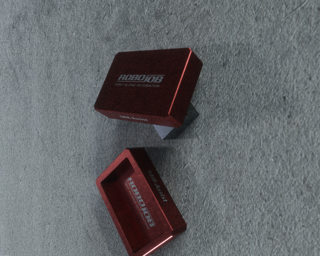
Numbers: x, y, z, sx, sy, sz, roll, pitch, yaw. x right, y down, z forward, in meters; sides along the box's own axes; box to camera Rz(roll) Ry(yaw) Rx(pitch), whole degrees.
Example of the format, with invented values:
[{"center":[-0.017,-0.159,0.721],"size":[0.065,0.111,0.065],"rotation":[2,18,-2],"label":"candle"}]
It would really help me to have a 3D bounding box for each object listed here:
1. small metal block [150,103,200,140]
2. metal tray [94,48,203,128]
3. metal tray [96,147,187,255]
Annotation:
[{"center":[0.014,-0.020,0.394],"size":[0.050,0.025,0.050],"rotation":[-47,62,30],"label":"small metal block"},{"center":[-0.018,-0.053,0.395],"size":[0.130,0.030,0.090],"rotation":[8,73,40],"label":"metal tray"},{"center":[-0.031,0.103,0.426],"size":[0.090,0.030,0.130],"rotation":[-45,63,30],"label":"metal tray"}]
